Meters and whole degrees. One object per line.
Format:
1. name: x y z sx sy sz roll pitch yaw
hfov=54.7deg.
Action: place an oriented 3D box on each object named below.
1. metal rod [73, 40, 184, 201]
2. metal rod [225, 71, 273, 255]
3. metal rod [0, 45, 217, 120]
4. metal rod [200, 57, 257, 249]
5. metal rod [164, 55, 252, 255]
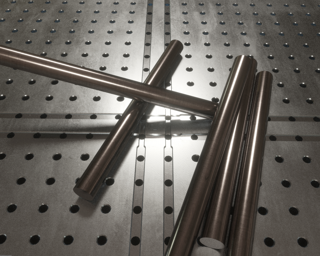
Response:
1. metal rod: -0.029 -0.033 0.434 0.025 0.025 0.301 18 52 14
2. metal rod: 0.115 0.032 0.382 0.025 0.025 0.300 14 51 11
3. metal rod: -0.059 -0.057 0.409 0.302 0.025 0.025 14 50 -7
4. metal rod: 0.098 0.006 0.403 0.025 0.025 0.300 14 51 11
5. metal rod: 0.065 0.021 0.369 0.025 0.025 0.300 17 58 13
